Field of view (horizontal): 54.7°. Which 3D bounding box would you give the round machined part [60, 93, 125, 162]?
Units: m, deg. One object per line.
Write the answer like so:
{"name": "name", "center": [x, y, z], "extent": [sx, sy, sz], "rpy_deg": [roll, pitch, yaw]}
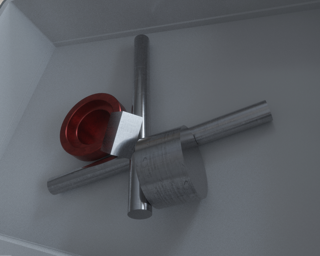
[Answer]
{"name": "round machined part", "center": [-0.087, 0.002, 0.436], "extent": [0.098, 0.042, 0.098], "rpy_deg": [-13, 56, 20]}

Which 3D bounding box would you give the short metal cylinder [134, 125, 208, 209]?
{"name": "short metal cylinder", "center": [0.014, 0.042, 0.334], "extent": [0.050, 0.080, 0.080], "rpy_deg": [-18, 55, 18]}

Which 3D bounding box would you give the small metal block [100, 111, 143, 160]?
{"name": "small metal block", "center": [-0.047, 0.008, 0.369], "extent": [0.050, 0.025, 0.050], "rpy_deg": [2, 76, 66]}

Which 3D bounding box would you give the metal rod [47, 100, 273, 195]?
{"name": "metal rod", "center": [-0.012, 0.030, 0.390], "extent": [0.301, 0.025, 0.025], "rpy_deg": [-20, 54, 15]}

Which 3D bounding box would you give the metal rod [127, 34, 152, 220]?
{"name": "metal rod", "center": [-0.025, -0.027, 0.409], "extent": [0.025, 0.025, 0.300], "rpy_deg": [-18, 48, 18]}
